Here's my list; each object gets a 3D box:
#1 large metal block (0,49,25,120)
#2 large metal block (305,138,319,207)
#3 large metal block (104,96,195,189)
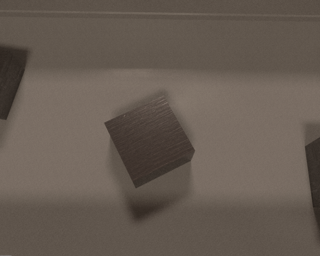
[{"bbox_3d":[-0.243,-0.063,0.416,0.080,0.050,0.080,9,70,3],"label":"large metal block"},{"bbox_3d":[0.234,0.055,0.379,0.081,0.050,0.080,2,70,0],"label":"large metal block"},{"bbox_3d":[-0.013,0.018,0.390,0.080,0.050,0.080,-26,72,-9],"label":"large metal block"}]
